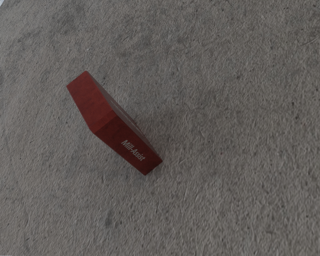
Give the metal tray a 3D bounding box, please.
[{"bbox_3d":[-0.051,-0.001,0.380,0.030,0.130,0.090,-39,50,1],"label":"metal tray"}]
